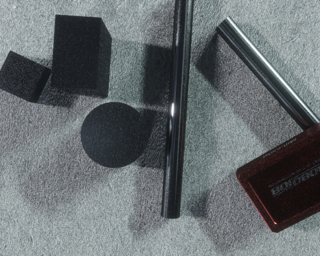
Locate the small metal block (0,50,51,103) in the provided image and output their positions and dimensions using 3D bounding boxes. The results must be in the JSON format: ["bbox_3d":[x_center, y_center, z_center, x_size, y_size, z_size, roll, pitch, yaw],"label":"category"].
[{"bbox_3d":[-0.179,-0.066,0.408,0.050,0.025,0.050,25,90,-1],"label":"small metal block"}]

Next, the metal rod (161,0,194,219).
[{"bbox_3d":[0.024,-0.032,0.410,0.025,0.025,0.298,4,90,-1],"label":"metal rod"}]

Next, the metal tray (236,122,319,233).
[{"bbox_3d":[0.177,0.063,0.396,0.130,0.030,0.090,-32,92,11],"label":"metal tray"}]

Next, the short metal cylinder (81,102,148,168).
[{"bbox_3d":[-0.055,0.008,0.397,0.081,0.050,0.079,0,90,-1],"label":"short metal cylinder"}]

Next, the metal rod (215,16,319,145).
[{"bbox_3d":[0.182,-0.027,0.412,0.025,0.025,0.300,-41,91,0],"label":"metal rod"}]

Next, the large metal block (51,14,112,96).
[{"bbox_3d":[-0.093,-0.084,0.381,0.050,0.080,0.079,4,90,0],"label":"large metal block"}]
